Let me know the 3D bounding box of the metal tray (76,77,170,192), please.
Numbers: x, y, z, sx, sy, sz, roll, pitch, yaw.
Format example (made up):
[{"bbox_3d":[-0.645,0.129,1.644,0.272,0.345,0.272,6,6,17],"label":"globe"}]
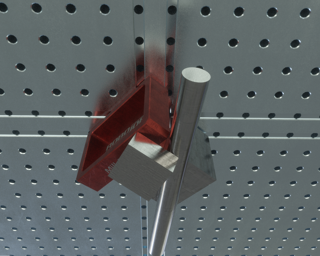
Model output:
[{"bbox_3d":[-0.045,0.008,0.375,0.030,0.090,0.130,36,121,-27],"label":"metal tray"}]

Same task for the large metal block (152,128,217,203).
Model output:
[{"bbox_3d":[0.022,0.047,0.412,0.050,0.080,0.080,36,121,-27],"label":"large metal block"}]

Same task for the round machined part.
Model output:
[{"bbox_3d":[-0.022,0.027,0.392,0.042,0.098,0.098,35,122,-26],"label":"round machined part"}]

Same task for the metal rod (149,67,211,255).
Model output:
[{"bbox_3d":[0.013,0.066,0.363,0.025,0.025,0.298,5,130,-5],"label":"metal rod"}]

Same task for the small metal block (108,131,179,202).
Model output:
[{"bbox_3d":[-0.017,0.040,0.317,0.050,0.025,0.050,33,123,-3],"label":"small metal block"}]
